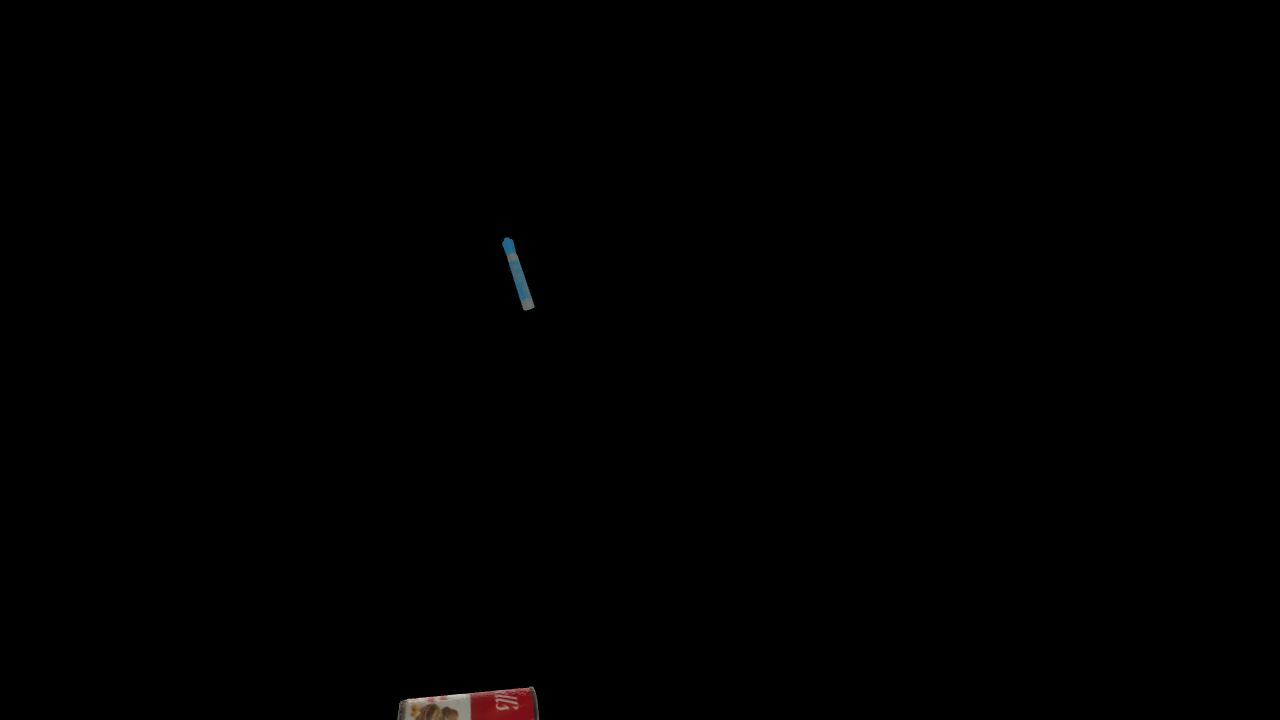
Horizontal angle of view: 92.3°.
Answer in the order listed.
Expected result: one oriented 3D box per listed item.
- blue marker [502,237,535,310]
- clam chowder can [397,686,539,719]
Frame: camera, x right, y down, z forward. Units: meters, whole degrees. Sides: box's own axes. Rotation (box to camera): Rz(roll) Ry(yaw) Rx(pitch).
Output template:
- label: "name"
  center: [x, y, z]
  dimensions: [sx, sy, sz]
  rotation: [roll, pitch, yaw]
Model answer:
- label: "blue marker"
  center: [-0.196, -0.139, 0.985]
  dimensions: [0.020, 0.121, 0.020]
  rotation: [-19, -4, -1]
- label: "clam chowder can"
  center: [-0.133, 0.292, 0.470]
  dimensions: [0.102, 0.068, 0.068]
  rotation: [4, -1, -18]
